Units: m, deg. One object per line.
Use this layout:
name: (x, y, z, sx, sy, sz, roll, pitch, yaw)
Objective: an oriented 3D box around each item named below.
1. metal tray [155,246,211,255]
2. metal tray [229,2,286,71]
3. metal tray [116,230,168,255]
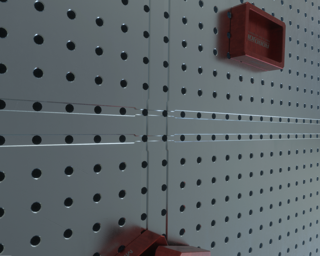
metal tray: (0.026, 0.201, 0.396, 0.130, 0.030, 0.090, 39, 60, -58)
metal tray: (0.179, -0.160, 0.558, 0.131, 0.030, 0.089, 5, 87, -40)
metal tray: (-0.037, 0.200, 0.377, 0.131, 0.030, 0.089, -30, 109, -36)
